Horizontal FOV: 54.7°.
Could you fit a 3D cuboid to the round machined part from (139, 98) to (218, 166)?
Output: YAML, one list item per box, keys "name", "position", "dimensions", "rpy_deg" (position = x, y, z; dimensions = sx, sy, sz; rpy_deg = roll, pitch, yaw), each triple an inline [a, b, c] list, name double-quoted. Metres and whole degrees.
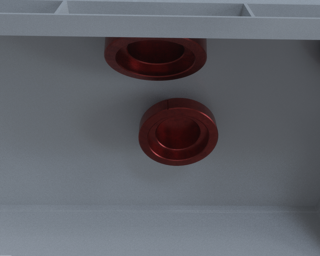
- name: "round machined part"
  position: [0.023, 0.000, 0.398]
  dimensions: [0.099, 0.042, 0.097]
  rpy_deg: [0, 130, 0]

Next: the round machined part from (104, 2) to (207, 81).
- name: "round machined part"
  position: [-0.004, -0.085, 0.305]
  dimensions: [0.099, 0.042, 0.098]
  rpy_deg: [1, 165, 0]
